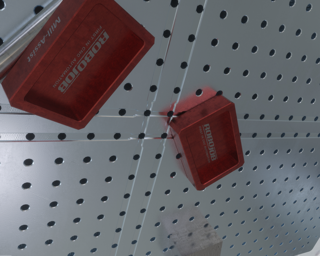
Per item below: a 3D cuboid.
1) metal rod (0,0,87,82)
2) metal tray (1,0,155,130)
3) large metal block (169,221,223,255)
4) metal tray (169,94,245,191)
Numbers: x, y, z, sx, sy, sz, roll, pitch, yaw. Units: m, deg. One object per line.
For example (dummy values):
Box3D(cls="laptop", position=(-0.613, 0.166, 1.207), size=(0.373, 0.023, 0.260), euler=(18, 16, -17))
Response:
Box3D(cls="metal rod", position=(-0.130, -0.077, 0.292), size=(0.300, 0.025, 0.025), euler=(-41, 130, -1))
Box3D(cls="metal tray", position=(-0.077, -0.065, 0.305), size=(0.130, 0.030, 0.090), euler=(-48, 145, 10))
Box3D(cls="large metal block", position=(0.064, 0.230, 0.572), size=(0.081, 0.050, 0.079), euler=(-13, 124, -21))
Box3D(cls="metal tray", position=(0.074, 0.025, 0.463), size=(0.090, 0.030, 0.129), euler=(-29, 128, -10))
